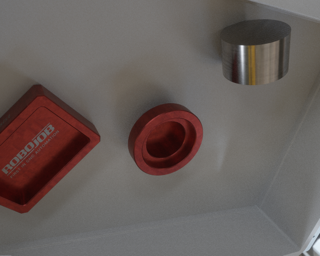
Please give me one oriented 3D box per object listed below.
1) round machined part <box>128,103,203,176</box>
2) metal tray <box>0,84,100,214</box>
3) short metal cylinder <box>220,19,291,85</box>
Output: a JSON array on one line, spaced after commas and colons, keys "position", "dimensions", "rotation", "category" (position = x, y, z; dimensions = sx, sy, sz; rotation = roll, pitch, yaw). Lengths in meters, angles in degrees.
[{"position": [0.004, 0.011, 0.408], "dimensions": [0.099, 0.042, 0.097], "rotation": [-14, 125, -21], "category": "round machined part"}, {"position": [-0.144, 0.027, 0.344], "dimensions": [0.130, 0.030, 0.090], "rotation": [-44, 130, 2], "category": "metal tray"}, {"position": [0.116, -0.095, 0.380], "dimensions": [0.081, 0.080, 0.050], "rotation": [-24, 127, -15], "category": "short metal cylinder"}]
